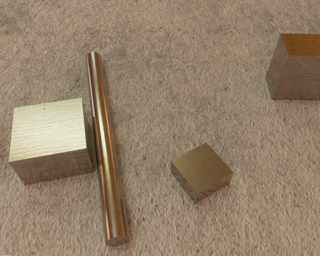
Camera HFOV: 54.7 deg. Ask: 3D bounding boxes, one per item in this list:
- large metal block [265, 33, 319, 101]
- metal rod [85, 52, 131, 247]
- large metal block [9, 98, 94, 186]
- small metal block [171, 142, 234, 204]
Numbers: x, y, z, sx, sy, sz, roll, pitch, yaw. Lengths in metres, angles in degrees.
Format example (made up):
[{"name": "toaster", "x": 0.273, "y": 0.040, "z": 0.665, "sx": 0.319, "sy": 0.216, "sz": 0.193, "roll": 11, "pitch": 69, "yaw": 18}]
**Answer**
[{"name": "large metal block", "x": 0.206, "y": -0.085, "z": 0.441, "sx": 0.080, "sy": 0.080, "sz": 0.050, "roll": 1, "pitch": 50, "yaw": 1}, {"name": "metal rod", "x": -0.074, "y": 0.001, "z": 0.402, "sx": 0.025, "sy": 0.025, "sz": 0.300, "roll": -10, "pitch": 51, "yaw": -8}, {"name": "large metal block", "x": -0.128, "y": 0.015, "z": 0.374, "sx": 0.081, "sy": 0.050, "sz": 0.080, "roll": -10, "pitch": 51, "yaw": -8}, {"name": "small metal block", "x": 0.048, "y": 0.052, "z": 0.360, "sx": 0.050, "sy": 0.025, "sz": 0.050, "roll": -25, "pitch": 55, "yaw": -20}]
